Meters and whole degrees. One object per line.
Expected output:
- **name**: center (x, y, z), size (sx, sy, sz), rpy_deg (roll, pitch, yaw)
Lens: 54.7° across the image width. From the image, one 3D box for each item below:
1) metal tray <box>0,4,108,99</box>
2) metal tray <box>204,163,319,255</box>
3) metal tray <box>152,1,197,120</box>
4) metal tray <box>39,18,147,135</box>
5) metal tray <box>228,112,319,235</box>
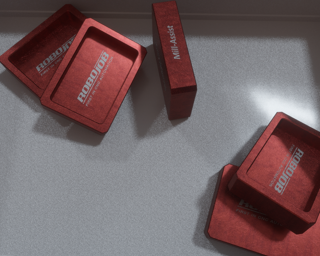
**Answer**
- **metal tray**: center (-0.144, -0.106, 0.441), size (0.090, 0.030, 0.130), rpy_deg (41, 75, 10)
- **metal tray**: center (0.128, 0.105, 0.370), size (0.131, 0.030, 0.090), rpy_deg (17, 71, 5)
- **metal tray**: center (0.016, -0.086, 0.406), size (0.030, 0.090, 0.129), rpy_deg (-10, 70, -4)
- **metal tray**: center (-0.085, -0.067, 0.408), size (0.090, 0.030, 0.130), rpy_deg (27, 78, -11)
- **metal tray**: center (0.151, 0.045, 0.364), size (0.090, 0.030, 0.131), rpy_deg (33, 53, 18)
